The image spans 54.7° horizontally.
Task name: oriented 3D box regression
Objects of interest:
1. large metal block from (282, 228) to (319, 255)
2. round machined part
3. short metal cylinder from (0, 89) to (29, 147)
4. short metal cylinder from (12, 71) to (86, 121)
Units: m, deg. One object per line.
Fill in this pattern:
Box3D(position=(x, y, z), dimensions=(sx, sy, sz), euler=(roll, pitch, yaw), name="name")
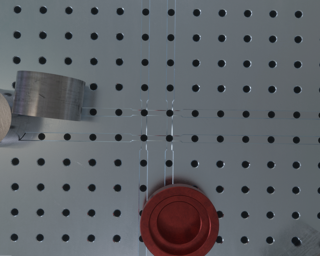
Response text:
Box3D(position=(0.208, 0.194, 0.402), dimensions=(0.080, 0.050, 0.080), euler=(-42, 90, 0), name="large metal block")
Box3D(position=(0.024, 0.121, 0.405), dimensions=(0.099, 0.042, 0.097), euler=(0, 90, 0), name="round machined part")
Box3D(position=(-0.220, -0.013, 0.399), dimensions=(0.081, 0.050, 0.080), euler=(0, 90, 0), name="short metal cylinder")
Box3D(position=(-0.137, -0.038, 0.385), dimensions=(0.080, 0.080, 0.050), euler=(7, 90, 0), name="short metal cylinder")
